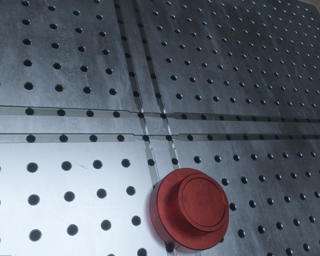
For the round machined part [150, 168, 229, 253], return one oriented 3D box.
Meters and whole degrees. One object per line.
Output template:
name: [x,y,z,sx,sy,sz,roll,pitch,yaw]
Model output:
round machined part: [0.041,0.092,0.365,0.099,0.042,0.098,14,56,-21]
